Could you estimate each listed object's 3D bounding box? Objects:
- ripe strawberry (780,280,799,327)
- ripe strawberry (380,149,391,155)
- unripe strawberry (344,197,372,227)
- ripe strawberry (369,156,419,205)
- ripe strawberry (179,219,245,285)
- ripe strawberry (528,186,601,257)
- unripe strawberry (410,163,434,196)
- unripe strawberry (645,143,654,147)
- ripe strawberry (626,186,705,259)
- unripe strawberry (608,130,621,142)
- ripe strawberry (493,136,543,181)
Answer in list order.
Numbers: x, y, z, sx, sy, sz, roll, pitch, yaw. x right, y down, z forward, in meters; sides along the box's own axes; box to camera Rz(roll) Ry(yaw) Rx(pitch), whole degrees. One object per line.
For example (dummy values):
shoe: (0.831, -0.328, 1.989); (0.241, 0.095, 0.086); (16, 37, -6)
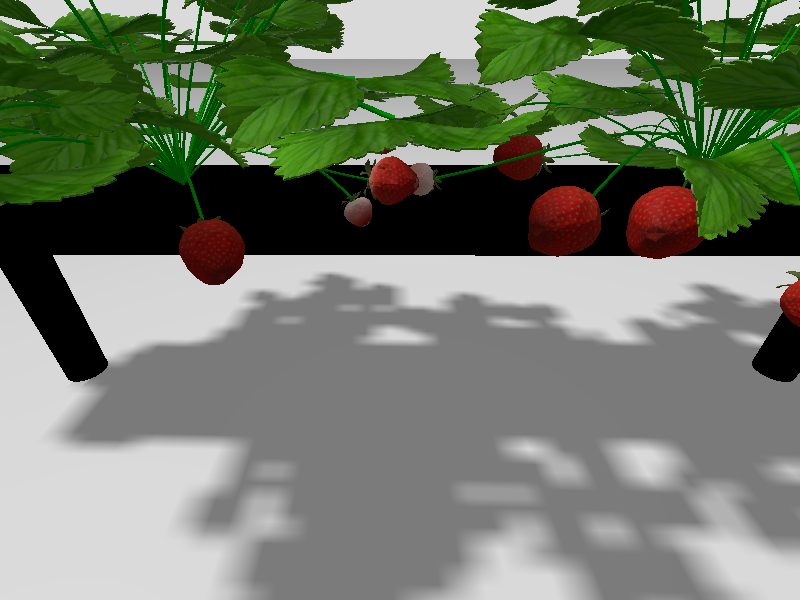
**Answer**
ripe strawberry: (0.172, 0.002, 0.166); (0.021, 0.023, 0.024); (13, -39, 19)
ripe strawberry: (-0.017, -0.175, 0.437); (0.031, 0.031, 0.034); (-19, 37, -28)
unripe strawberry: (-0.027, -0.058, 0.266); (0.018, 0.019, 0.021); (-22, 14, 41)
ripe strawberry: (-0.004, -0.087, 0.296); (0.035, 0.035, 0.038); (9, 34, 13)
ripe strawberry: (-0.093, -0.022, 0.201); (0.030, 0.033, 0.032); (-17, -35, -25)
ripe strawberry: (0.089, -0.042, 0.224); (0.041, 0.040, 0.038); (-24, 40, -32)
unripe strawberry: (0.013, -0.096, 0.321); (0.026, 0.026, 0.025); (-4, 33, -5)
unripe strawberry: (0.277, -0.170, 0.446); (0.011, 0.011, 0.011); (4, 33, 7)
ripe strawberry: (0.146, -0.040, 0.221); (0.039, 0.041, 0.042); (24, 40, 32)
unripe strawberry: (0.246, -0.185, 0.463); (0.017, 0.020, 0.019); (-3, 13, -5)
ripe strawberry: (0.104, -0.128, 0.358); (0.042, 0.041, 0.039); (4, 33, 7)
